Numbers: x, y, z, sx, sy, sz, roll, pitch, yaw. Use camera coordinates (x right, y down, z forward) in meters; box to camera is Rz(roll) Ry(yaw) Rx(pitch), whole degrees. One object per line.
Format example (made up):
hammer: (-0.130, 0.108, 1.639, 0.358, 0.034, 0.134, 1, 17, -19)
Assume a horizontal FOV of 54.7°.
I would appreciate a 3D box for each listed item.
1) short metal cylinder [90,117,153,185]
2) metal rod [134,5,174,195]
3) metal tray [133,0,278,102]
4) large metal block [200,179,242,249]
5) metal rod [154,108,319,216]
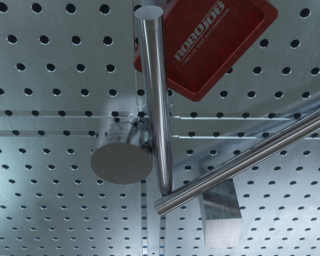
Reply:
short metal cylinder: (-0.050, 0.032, 0.422, 0.081, 0.050, 0.079, 0, 130, 0)
metal rod: (0.000, -0.003, 0.381, 0.025, 0.025, 0.298, -3, 139, 2)
metal tray: (0.043, -0.097, 0.326, 0.090, 0.030, 0.129, 27, 125, -22)
large metal block: (0.093, 0.132, 0.489, 0.050, 0.080, 0.079, -4, 130, 3)
metal rod: (0.116, 0.049, 0.440, 0.300, 0.025, 0.025, -34, 123, 19)
